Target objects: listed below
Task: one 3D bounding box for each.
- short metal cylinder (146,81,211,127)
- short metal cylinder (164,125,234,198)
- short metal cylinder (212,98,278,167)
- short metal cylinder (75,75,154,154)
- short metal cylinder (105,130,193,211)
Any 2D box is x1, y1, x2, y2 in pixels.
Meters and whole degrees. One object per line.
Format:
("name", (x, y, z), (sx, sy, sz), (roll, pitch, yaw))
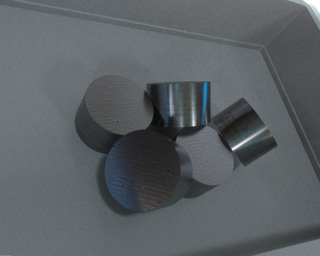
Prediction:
("short metal cylinder", (0.024, -0.033, 0.393), (0.081, 0.080, 0.050), (-8, 102, -32))
("short metal cylinder", (0.044, 0.042, 0.388), (0.081, 0.050, 0.080), (14, 56, -21))
("short metal cylinder", (0.114, 0.006, 0.421), (0.080, 0.050, 0.080), (53, 10, -13))
("short metal cylinder", (-0.055, -0.016, 0.368), (0.081, 0.050, 0.080), (14, 56, -21))
("short metal cylinder", (-0.010, 0.045, 0.328), (0.080, 0.080, 0.050), (66, 12, 18))
